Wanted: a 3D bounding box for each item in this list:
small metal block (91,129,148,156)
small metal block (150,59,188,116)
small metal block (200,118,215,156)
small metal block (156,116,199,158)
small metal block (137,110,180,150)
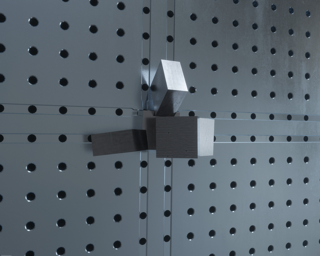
[{"bbox_3d":[-0.047,0.017,0.371,0.050,0.050,0.025,-7,87,15],"label":"small metal block"},{"bbox_3d":[0.010,-0.049,0.392,0.025,0.050,0.050,3,53,-19],"label":"small metal block"},{"bbox_3d":[0.049,0.012,0.419,0.050,0.025,0.050,4,88,-51],"label":"small metal block"},{"bbox_3d":[0.023,0.011,0.382,0.050,0.025,0.050,0,90,13],"label":"small metal block"},{"bbox_3d":[-0.003,0.003,0.412,0.050,0.025,0.050,3,89,-20],"label":"small metal block"}]
